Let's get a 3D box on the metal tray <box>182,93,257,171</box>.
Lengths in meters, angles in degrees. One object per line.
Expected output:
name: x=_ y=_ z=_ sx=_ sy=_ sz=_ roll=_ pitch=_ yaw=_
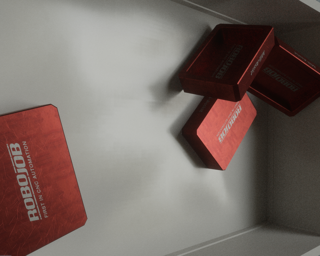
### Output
metal tray: x=0.098 y=-0.010 z=0.488 sx=0.090 sy=0.030 sz=0.130 roll=52 pitch=60 yaw=-28

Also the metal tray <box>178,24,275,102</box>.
metal tray: x=0.097 y=-0.099 z=0.444 sx=0.130 sy=0.090 sz=0.030 roll=-54 pitch=141 yaw=-26

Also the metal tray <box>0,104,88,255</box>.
metal tray: x=-0.130 y=0.049 z=0.295 sx=0.091 sy=0.030 sz=0.129 roll=-20 pitch=103 yaw=-38

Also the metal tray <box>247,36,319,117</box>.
metal tray: x=0.205 y=-0.081 z=0.515 sx=0.131 sy=0.090 sz=0.030 roll=26 pitch=41 yaw=-19
